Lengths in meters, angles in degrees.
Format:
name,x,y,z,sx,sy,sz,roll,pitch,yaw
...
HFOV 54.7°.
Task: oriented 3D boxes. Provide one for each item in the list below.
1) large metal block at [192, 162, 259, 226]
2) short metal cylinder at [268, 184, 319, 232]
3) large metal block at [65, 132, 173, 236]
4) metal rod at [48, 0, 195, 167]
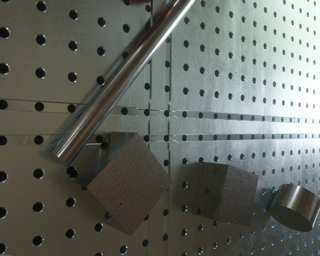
name,x,y,z,sx,sy,sz,roll,pitch,yaw
large metal block,0.102,0.102,0.479,0.080,0.050,0.080,22,76,-38
short metal cylinder,0.255,0.151,0.587,0.050,0.080,0.080,-52,121,-27
large metal block,-0.044,0.061,0.356,0.080,0.050,0.080,-49,119,-29
metal rod,-0.030,-0.082,0.383,0.025,0.025,0.300,48,62,-29
